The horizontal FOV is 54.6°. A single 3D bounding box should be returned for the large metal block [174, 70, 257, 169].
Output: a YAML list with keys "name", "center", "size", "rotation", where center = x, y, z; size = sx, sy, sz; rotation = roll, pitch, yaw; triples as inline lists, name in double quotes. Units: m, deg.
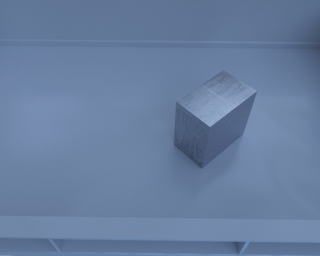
- name: "large metal block"
  center: [0.065, -0.010, 0.379]
  size: [0.080, 0.080, 0.050]
  rotation: [-35, 58, -26]
